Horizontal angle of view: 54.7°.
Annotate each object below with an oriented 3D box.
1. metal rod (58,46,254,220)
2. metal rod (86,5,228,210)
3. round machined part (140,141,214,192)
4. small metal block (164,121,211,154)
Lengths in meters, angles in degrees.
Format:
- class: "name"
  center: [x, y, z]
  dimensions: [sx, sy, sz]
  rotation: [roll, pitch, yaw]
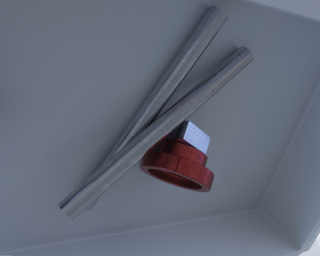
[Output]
- class: "metal rod"
  center: [0.004, -0.002, 0.382]
  dimensions: [0.301, 0.025, 0.025]
  rotation: [-41, 130, -12]
- class: "metal rod"
  center: [-0.016, -0.017, 0.390]
  dimensions: [0.025, 0.025, 0.299]
  rotation: [28, 103, -38]
- class: "round machined part"
  center: [0.026, 0.050, 0.419]
  dimensions: [0.098, 0.098, 0.042]
  rotation: [35, 66, -39]
- class: "small metal block"
  center: [0.031, 0.013, 0.416]
  dimensions: [0.050, 0.050, 0.025]
  rotation: [35, 66, -39]
